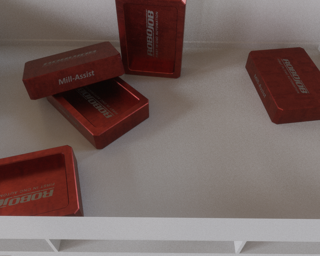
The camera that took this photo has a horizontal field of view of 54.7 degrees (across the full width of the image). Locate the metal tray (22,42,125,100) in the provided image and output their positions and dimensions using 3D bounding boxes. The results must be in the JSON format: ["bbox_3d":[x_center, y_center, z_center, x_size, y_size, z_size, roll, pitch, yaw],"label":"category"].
[{"bbox_3d":[-0.125,-0.087,0.449,0.131,0.030,0.090,-18,31,-12],"label":"metal tray"}]

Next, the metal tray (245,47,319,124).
[{"bbox_3d":[0.192,-0.067,0.461,0.091,0.030,0.130,-6,50,-5],"label":"metal tray"}]

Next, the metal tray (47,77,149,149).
[{"bbox_3d":[-0.089,-0.039,0.433,0.091,0.030,0.130,-36,59,-27],"label":"metal tray"}]

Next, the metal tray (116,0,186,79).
[{"bbox_3d":[-0.011,-0.133,0.449,0.091,0.129,0.030,6,51,4],"label":"metal tray"}]

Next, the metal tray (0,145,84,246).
[{"bbox_3d":[-0.156,0.074,0.337,0.131,0.030,0.090,-12,51,-10],"label":"metal tray"}]
